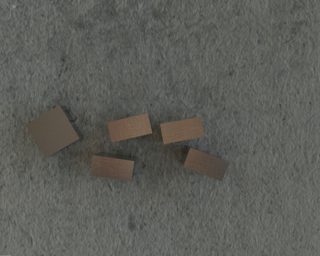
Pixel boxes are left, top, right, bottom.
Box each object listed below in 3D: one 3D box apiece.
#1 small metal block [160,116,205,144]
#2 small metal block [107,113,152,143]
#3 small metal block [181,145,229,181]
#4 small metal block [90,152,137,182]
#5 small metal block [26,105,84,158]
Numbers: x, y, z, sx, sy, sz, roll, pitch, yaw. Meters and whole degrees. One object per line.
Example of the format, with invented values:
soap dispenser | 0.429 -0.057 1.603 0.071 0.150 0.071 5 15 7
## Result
small metal block | 0.027 0.003 0.398 0.050 0.050 0.025 -10 90 0
small metal block | -0.037 0.000 0.397 0.050 0.050 0.025 -13 90 0
small metal block | 0.056 0.044 0.398 0.050 0.050 0.025 20 90 -1
small metal block | -0.058 0.048 0.397 0.050 0.050 0.025 8 90 -1
small metal block | -0.137 0.005 0.408 0.050 0.025 0.050 -30 90 -1
